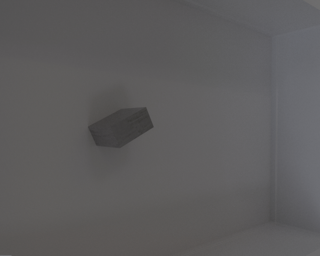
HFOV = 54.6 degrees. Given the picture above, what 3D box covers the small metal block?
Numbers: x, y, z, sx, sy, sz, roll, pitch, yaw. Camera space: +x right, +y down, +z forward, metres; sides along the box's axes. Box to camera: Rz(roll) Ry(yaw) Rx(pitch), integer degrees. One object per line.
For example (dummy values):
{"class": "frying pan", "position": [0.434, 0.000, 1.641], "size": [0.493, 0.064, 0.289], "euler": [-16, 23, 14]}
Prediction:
{"class": "small metal block", "position": [-0.045, -0.001, 0.352], "size": [0.050, 0.050, 0.025], "euler": [-32, 110, -35]}
